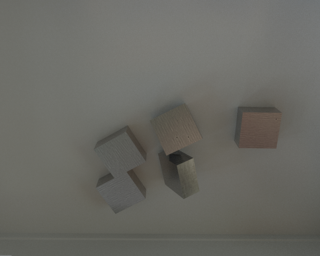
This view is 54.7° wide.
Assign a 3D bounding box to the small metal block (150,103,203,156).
[{"bbox_3d":[0.022,0.002,0.403,0.050,0.025,0.050,-26,85,8],"label":"small metal block"}]

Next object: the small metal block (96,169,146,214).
[{"bbox_3d":[-0.055,0.087,0.443,0.050,0.025,0.050,-29,108,9],"label":"small metal block"}]

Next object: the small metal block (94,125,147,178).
[{"bbox_3d":[-0.053,0.032,0.423,0.050,0.025,0.050,-29,108,9],"label":"small metal block"}]

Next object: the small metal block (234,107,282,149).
[{"bbox_3d":[0.130,-0.001,0.413,0.050,0.025,0.050,1,110,-1],"label":"small metal block"}]

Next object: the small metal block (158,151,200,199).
[{"bbox_3d":[0.025,0.059,0.417,0.025,0.050,0.050,-21,112,-23],"label":"small metal block"}]
